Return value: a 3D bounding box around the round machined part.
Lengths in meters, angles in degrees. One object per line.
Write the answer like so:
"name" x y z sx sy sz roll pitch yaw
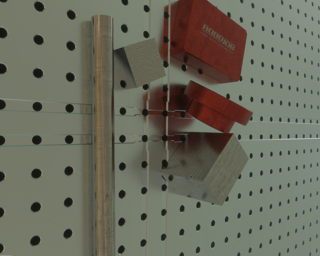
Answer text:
"round machined part" 0.076 -0.026 0.434 0.099 0.098 0.042 20 102 -39

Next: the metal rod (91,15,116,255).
"metal rod" -0.065 0.024 0.356 0.025 0.025 0.298 -1 91 -40

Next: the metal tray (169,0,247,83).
"metal tray" 0.079 -0.132 0.474 0.131 0.030 0.090 18 79 -39

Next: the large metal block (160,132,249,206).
"large metal block" 0.061 0.052 0.427 0.080 0.080 0.050 -52 121 -27

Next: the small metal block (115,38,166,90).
"small metal block" -0.025 -0.081 0.390 0.050 0.025 0.050 -29 109 -36
